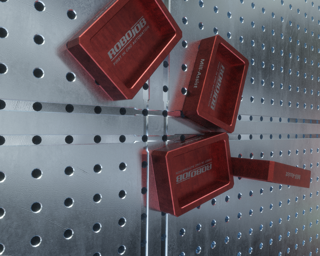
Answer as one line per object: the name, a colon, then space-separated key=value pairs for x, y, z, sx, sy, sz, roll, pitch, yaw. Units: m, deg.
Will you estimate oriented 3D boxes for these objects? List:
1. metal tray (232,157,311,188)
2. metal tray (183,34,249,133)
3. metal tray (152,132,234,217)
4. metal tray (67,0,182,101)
metal tray: x=0.181 y=0.075 z=0.521 sx=0.131 sy=0.090 sz=0.030 roll=15 pitch=81 yaw=-39
metal tray: x=0.090 y=-0.066 z=0.483 sx=0.090 sy=0.030 sz=0.130 roll=25 pitch=74 yaw=-37
metal tray: x=0.053 y=0.062 z=0.452 sx=0.131 sy=0.030 sz=0.089 roll=-15 pitch=100 yaw=-39
metal tray: x=-0.036 y=-0.108 z=0.377 sx=0.090 sy=0.030 sz=0.130 roll=50 pitch=60 yaw=-29
